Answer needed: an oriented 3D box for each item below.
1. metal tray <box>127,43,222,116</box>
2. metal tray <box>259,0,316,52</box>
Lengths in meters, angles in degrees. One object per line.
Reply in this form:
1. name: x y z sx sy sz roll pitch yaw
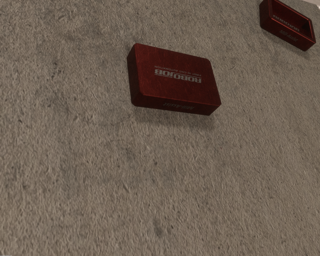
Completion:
1. metal tray: 0.021 -0.070 0.456 0.131 0.030 0.090 6 59 -26
2. metal tray: 0.290 -0.239 0.706 0.131 0.030 0.090 22 53 -16
